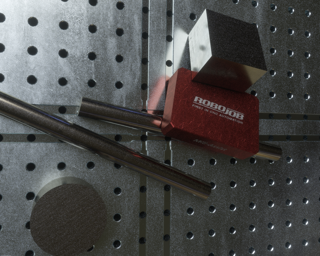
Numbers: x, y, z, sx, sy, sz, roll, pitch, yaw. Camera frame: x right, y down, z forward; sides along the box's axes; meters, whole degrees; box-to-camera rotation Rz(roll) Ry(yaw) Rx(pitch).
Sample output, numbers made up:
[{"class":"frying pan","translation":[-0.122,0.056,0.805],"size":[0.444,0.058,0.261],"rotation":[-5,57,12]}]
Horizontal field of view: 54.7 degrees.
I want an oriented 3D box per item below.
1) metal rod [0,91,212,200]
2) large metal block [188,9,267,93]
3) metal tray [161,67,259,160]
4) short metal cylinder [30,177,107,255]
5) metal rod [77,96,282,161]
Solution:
[{"class":"metal rod","translation":[-0.064,0.027,0.389],"size":[0.302,0.025,0.025],"rotation":[26,82,-18]},{"class":"large metal block","translation":[0.088,-0.102,0.415],"size":[0.081,0.050,0.080],"rotation":[10,59,-20]},{"class":"metal tray","translation":[0.072,-0.018,0.418],"size":[0.131,0.030,0.090],"rotation":[18,63,-18]},{"class":"short metal cylinder","translation":[-0.106,0.100,0.360],"size":[0.081,0.050,0.079],"rotation":[0,90,-20]},{"class":"metal rod","translation":[0.041,0.006,0.427],"size":[0.302,0.025,0.025],"rotation":[13,86,-20]}]
